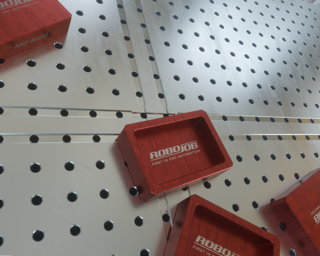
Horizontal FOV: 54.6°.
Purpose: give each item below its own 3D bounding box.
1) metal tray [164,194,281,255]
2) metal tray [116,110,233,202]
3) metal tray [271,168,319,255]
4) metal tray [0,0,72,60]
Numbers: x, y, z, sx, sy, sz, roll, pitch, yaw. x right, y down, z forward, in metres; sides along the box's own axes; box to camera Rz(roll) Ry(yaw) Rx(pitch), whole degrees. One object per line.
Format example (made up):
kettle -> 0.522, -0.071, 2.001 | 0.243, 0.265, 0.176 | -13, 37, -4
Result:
metal tray -> 0.074, 0.145, 0.355 | 0.130, 0.030, 0.090 | 29, 52, -10
metal tray -> 0.021, 0.030, 0.397 | 0.131, 0.030, 0.090 | -12, 68, -33
metal tray -> 0.233, 0.120, 0.456 | 0.131, 0.030, 0.090 | -21, 73, -36
metal tray -> -0.191, -0.141, 0.388 | 0.090, 0.030, 0.131 | 46, 51, 4
